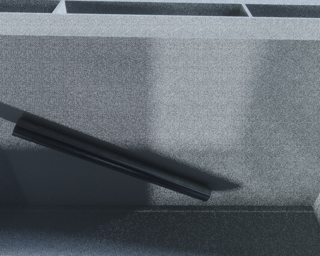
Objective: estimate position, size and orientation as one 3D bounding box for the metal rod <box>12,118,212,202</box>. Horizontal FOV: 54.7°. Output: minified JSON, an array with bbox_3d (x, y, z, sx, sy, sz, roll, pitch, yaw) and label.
[{"bbox_3d":[-0.056,0.052,0.452,0.302,0.025,0.025,22,126,-19],"label":"metal rod"}]

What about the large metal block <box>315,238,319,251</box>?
[{"bbox_3d":[0.357,0.265,0.607,0.050,0.080,0.080,-28,125,21],"label":"large metal block"}]
